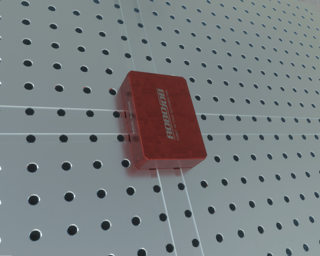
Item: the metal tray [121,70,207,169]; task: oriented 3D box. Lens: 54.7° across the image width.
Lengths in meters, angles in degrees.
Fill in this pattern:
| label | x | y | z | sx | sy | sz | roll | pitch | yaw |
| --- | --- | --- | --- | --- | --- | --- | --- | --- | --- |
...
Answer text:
| label | x | y | z | sx | sy | sz | roll | pitch | yaw |
| --- | --- | --- | --- | --- | --- | --- | --- | --- | --- |
| metal tray | 0.004 | -0.012 | 0.415 | 0.091 | 0.030 | 0.130 | 2 | 61 | -28 |
